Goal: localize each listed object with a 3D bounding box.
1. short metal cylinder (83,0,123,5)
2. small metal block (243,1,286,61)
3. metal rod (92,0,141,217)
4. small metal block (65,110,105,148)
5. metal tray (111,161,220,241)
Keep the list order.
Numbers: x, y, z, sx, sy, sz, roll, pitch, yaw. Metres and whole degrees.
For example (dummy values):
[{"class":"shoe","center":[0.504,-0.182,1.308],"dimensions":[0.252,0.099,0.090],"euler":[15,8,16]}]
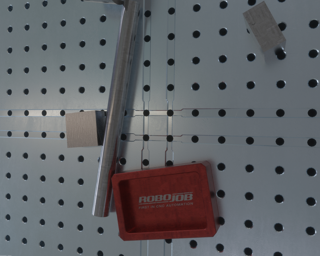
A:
[{"class":"short metal cylinder","center":[-0.074,-0.208,0.410],"dimensions":[0.050,0.080,0.080],"euler":[13,95,19]},{"class":"small metal block","center":[0.120,-0.109,0.357],"dimensions":[0.025,0.050,0.050],"euler":[-28,81,18]},{"class":"metal rod","center":[-0.062,-0.024,0.434],"dimensions":[0.025,0.025,0.298],"euler":[10,93,19]},{"class":"small metal block","center":[-0.107,0.002,0.451],"dimensions":[0.050,0.025,0.050],"euler":[-5,88,20]},{"class":"metal tray","center":[0.006,0.096,0.407],"dimensions":[0.130,0.030,0.089],"euler":[-10,87,19]}]
